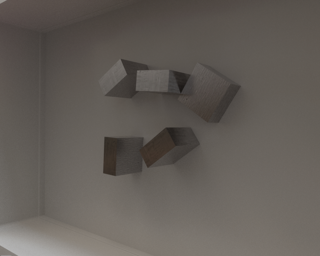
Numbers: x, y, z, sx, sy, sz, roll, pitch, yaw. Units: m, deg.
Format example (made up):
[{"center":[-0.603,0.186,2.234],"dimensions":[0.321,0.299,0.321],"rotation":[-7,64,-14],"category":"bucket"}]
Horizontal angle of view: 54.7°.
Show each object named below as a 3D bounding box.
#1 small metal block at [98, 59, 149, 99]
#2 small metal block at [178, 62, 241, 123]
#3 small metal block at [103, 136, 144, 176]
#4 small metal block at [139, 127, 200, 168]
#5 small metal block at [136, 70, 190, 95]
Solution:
[{"center":[-0.047,-0.066,0.427],"dimensions":[0.050,0.050,0.025],"rotation":[-36,68,34],"category":"small metal block"},{"center":[0.056,-0.041,0.359],"dimensions":[0.050,0.025,0.050],"rotation":[41,115,31],"category":"small metal block"},{"center":[-0.050,0.037,0.430],"dimensions":[0.025,0.050,0.050],"rotation":[4,93,40],"category":"small metal block"},{"center":[0.012,0.023,0.379],"dimensions":[0.050,0.050,0.025],"rotation":[-41,65,32],"category":"small metal block"},{"center":[0.006,-0.056,0.384],"dimensions":[0.050,0.050,0.025],"rotation":[7,95,39],"category":"small metal block"}]
